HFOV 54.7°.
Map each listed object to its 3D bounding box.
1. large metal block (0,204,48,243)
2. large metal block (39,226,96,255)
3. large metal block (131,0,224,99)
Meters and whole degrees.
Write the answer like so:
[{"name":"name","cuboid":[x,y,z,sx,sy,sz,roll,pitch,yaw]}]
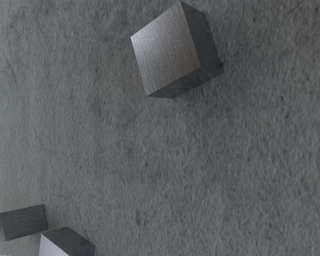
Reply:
[{"name":"large metal block","cuboid":[-0.276,0.184,0.592,0.080,0.081,0.050,-22,77,37]},{"name":"large metal block","cuboid":[-0.158,0.223,0.516,0.080,0.050,0.079,15,99,38]},{"name":"large metal block","cuboid":[0.019,-0.088,0.371,0.080,0.050,0.080,-24,75,37]}]
